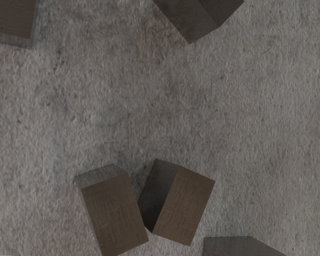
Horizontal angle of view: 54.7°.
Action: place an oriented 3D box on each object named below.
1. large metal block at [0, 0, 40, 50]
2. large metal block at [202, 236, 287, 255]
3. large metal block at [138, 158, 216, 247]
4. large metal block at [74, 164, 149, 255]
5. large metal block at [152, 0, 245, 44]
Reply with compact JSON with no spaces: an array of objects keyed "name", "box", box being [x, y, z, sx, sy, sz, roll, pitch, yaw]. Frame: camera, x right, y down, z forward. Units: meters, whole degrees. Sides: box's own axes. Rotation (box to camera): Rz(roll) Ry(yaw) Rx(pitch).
[{"name":"large metal block","box":[-0.175,-0.137,0.331,0.081,0.050,0.080,9,87,-20]},{"name":"large metal block","box":[0.112,0.187,0.423,0.081,0.080,0.050,6,88,-20]},{"name":"large metal block","box":[0.014,0.088,0.386,0.050,0.080,0.080,26,81,-19]},{"name":"large metal block","box":[-0.059,0.091,0.359,0.050,0.080,0.080,-18,97,-19]},{"name":"large metal block","box":[0.045,-0.164,0.397,0.080,0.080,0.050,46,76,-15]}]
